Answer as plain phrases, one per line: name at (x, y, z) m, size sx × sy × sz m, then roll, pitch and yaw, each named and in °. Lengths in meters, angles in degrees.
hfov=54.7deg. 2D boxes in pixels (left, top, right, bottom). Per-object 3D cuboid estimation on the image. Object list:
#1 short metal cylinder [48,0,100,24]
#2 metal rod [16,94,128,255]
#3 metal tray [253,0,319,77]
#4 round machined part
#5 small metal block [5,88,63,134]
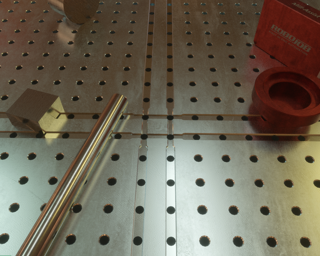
short metal cylinder at (-0.160, -0.242, 0.574) m, size 0.050 × 0.080 × 0.080 m, roll 35°, pitch 58°, yaw 26°
metal rod at (-0.103, 0.070, 0.348) m, size 0.025 × 0.025 × 0.300 m, roll 14°, pitch 51°, yaw 11°
metal tray at (0.214, -0.145, 0.487) m, size 0.030 × 0.090 × 0.130 m, roll -28°, pitch 56°, yaw -21°
round machined part at (0.177, -0.038, 0.430) m, size 0.099 × 0.042 × 0.098 m, roll 0°, pitch 50°, yaw 0°
small metal block at (-0.171, -0.024, 0.427) m, size 0.050 × 0.025 × 0.050 m, roll 15°, pitch 52°, yaw 12°
